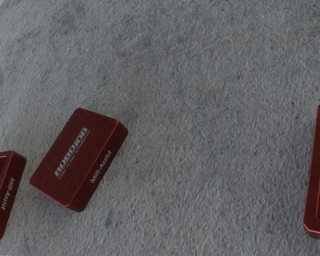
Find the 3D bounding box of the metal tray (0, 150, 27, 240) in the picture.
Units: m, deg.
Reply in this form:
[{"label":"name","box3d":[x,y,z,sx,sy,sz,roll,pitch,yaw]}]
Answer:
[{"label":"metal tray","box3d":[-0.266,0.103,0.476,0.090,0.030,0.130,-9,58,23]}]

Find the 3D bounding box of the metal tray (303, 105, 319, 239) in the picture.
[{"label":"metal tray","box3d":[0.186,0.040,0.278,0.090,0.030,0.130,5,64,30]}]

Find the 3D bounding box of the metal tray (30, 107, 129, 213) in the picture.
[{"label":"metal tray","box3d":[-0.114,0.040,0.436,0.090,0.030,0.130,18,71,34]}]
